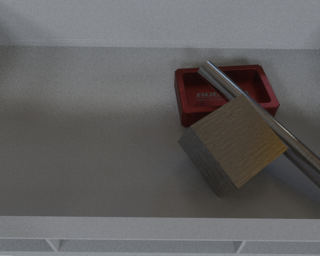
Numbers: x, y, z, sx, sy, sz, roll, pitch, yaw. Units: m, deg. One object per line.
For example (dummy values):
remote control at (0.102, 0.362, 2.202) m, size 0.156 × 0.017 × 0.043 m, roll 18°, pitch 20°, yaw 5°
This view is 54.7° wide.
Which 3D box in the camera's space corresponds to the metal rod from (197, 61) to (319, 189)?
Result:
metal rod at (0.153, 0.022, 0.362) m, size 0.025 × 0.025 × 0.300 m, roll -31°, pitch 65°, yaw -24°

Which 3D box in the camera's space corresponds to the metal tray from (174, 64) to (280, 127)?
metal tray at (0.091, -0.048, 0.443) m, size 0.131 × 0.030 × 0.090 m, roll -4°, pitch 50°, yaw -4°

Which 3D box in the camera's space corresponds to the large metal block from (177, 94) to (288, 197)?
large metal block at (0.081, 0.020, 0.357) m, size 0.081 × 0.050 × 0.080 m, roll -31°, pitch 78°, yaw -24°
